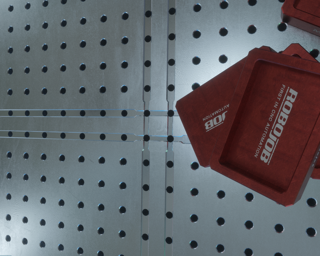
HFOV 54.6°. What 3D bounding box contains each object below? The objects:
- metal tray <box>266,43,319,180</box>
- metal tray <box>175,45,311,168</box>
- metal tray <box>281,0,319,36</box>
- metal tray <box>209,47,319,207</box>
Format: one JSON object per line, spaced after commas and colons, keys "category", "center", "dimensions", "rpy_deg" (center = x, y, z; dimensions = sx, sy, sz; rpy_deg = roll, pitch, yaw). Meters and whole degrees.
{"category": "metal tray", "center": [0.164, -0.019, 0.351], "dimensions": [0.090, 0.030, 0.130], "rpy_deg": [-44, 77, 14]}
{"category": "metal tray", "center": [0.089, -0.020, 0.356], "dimensions": [0.130, 0.030, 0.090], "rpy_deg": [-31, 71, 31]}
{"category": "metal tray", "center": [0.212, -0.139, 0.334], "dimensions": [0.130, 0.030, 0.090], "rpy_deg": [30, 100, 17]}
{"category": "metal tray", "center": [0.111, -0.003, 0.301], "dimensions": [0.090, 0.030, 0.129], "rpy_deg": [25, 104, 33]}
